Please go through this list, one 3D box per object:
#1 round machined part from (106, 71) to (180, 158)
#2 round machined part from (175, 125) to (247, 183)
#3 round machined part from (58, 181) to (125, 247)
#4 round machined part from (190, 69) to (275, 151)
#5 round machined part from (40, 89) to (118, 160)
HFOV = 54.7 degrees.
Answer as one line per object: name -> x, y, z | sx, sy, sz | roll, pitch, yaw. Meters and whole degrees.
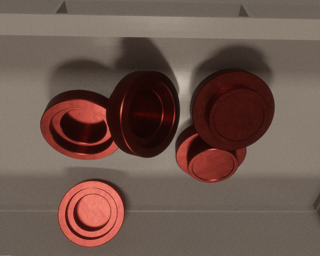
round machined part -> -0.023, -0.017, 0.359 | 0.042, 0.098, 0.098 | 8, 141, 40
round machined part -> 0.071, 0.039, 0.433 | 0.099, 0.042, 0.097 | -1, 130, 0
round machined part -> -0.105, 0.131, 0.485 | 0.099, 0.097, 0.042 | 5, 172, -5
round machined part -> 0.087, -0.018, 0.363 | 0.099, 0.042, 0.097 | -1, 109, -3
round machined part -> -0.094, -0.008, 0.390 | 0.099, 0.042, 0.097 | -1, 130, 0
